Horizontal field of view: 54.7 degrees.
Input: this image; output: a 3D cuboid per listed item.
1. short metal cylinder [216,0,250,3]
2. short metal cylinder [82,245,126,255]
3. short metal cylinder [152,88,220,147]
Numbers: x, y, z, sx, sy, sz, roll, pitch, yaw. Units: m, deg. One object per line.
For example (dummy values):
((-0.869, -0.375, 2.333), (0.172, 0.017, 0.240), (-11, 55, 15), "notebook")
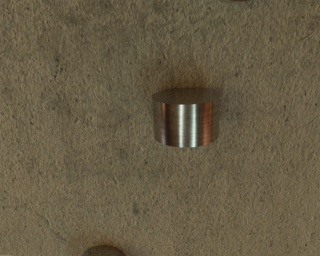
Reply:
((0.083, -0.177, 0.332), (0.081, 0.050, 0.079), (0, 110, 0), "short metal cylinder")
((-0.090, 0.231, 0.481), (0.081, 0.050, 0.079), (0, 110, 0), "short metal cylinder")
((0.031, -0.015, 0.375), (0.080, 0.080, 0.050), (-2, 110, 1), "short metal cylinder")
